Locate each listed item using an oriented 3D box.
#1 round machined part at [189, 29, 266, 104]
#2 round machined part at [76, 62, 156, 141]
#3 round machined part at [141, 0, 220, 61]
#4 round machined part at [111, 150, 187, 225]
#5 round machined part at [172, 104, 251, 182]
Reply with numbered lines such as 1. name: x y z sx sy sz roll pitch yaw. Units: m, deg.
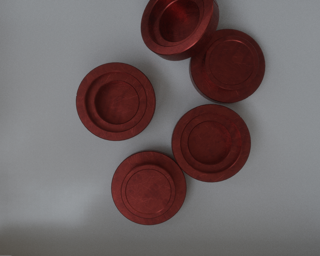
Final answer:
1. round machined part: 0.089 -0.081 0.404 0.099 0.042 0.097 0 90 -1
2. round machined part: -0.055 -0.033 0.402 0.099 0.042 0.097 0 90 -1
3. round machined part: 0.028 -0.131 0.389 0.098 0.042 0.098 -6 77 30
4. round machined part: -0.014 0.078 0.403 0.099 0.042 0.097 0 90 -1
5. round machined part: 0.064 0.019 0.404 0.099 0.042 0.097 0 90 -1
